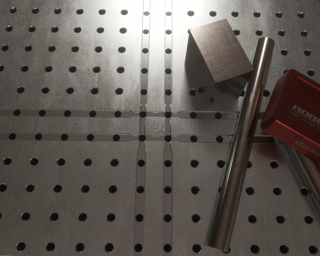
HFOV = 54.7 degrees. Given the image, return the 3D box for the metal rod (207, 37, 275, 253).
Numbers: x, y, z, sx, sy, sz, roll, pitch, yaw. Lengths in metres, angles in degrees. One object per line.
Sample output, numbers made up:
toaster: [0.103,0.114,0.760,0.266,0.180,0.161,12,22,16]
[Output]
metal rod: [0.112,0.007,0.410,0.025,0.025,0.299,17,71,5]

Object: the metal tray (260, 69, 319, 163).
metal tray: [0.202,-0.007,0.393,0.130,0.030,0.090,30,61,-1]

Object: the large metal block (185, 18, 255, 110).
large metal block: [0.074,-0.082,0.414,0.050,0.080,0.080,-19,71,-7]

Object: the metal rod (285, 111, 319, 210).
metal rod: [0.215,0.114,0.372,0.025,0.025,0.299,-19,71,-7]
